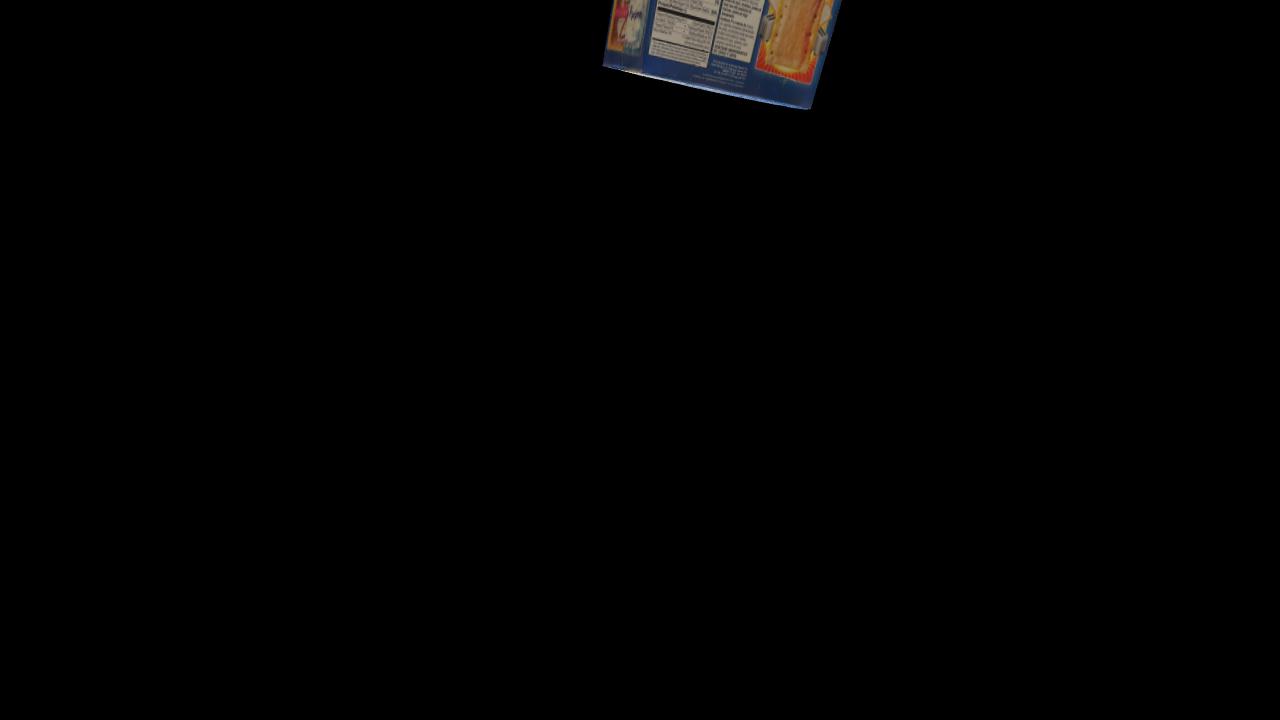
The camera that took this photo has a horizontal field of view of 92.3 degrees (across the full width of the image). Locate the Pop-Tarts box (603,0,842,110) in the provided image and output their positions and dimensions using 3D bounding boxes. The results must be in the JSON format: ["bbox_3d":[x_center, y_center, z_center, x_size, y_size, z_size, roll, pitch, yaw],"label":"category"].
[{"bbox_3d":[0.069,-0.288,0.487,0.167,0.141,0.083,-2,28,-28],"label":"Pop-Tarts box"}]
